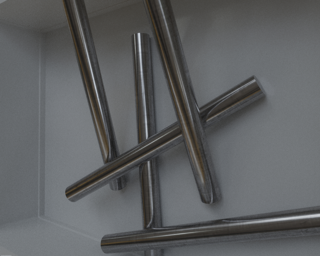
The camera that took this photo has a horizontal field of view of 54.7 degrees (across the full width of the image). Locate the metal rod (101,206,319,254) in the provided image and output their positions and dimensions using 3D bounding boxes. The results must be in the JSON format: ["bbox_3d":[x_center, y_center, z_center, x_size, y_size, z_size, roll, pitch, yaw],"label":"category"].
[{"bbox_3d":[0.050,0.116,0.343,0.300,0.025,0.025,-19,78,31],"label":"metal rod"}]

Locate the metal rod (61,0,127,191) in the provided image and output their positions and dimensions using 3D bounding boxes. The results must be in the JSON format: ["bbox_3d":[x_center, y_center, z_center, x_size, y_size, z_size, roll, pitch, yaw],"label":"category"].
[{"bbox_3d":[-0.084,-0.049,0.397,0.025,0.025,0.298,12,122,39],"label":"metal rod"}]

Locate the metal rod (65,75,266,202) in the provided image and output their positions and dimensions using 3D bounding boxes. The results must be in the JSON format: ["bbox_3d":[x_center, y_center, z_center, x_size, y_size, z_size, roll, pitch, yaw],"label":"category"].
[{"bbox_3d":[-0.012,0.026,0.385,0.299,0.025,0.025,-31,71,26],"label":"metal rod"}]

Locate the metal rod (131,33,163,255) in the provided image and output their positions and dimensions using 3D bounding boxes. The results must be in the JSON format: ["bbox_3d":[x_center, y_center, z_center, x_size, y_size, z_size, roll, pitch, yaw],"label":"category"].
[{"bbox_3d":[-0.018,0.022,0.419,0.025,0.025,0.298,-6,86,39],"label":"metal rod"}]

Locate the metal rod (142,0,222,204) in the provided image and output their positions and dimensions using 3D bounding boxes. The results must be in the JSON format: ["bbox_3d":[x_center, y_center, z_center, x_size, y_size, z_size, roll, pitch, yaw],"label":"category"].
[{"bbox_3d":[0.017,-0.055,0.312,0.025,0.025,0.298,-2,114,40],"label":"metal rod"}]
